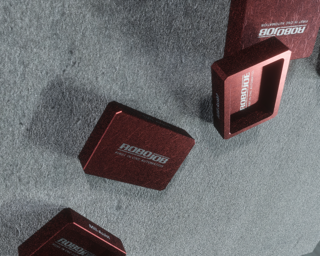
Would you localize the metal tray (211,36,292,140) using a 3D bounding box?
[{"bbox_3d":[0.116,-0.047,0.410,0.090,0.030,0.130,-24,144,-7],"label":"metal tray"}]

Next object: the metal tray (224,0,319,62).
[{"bbox_3d":[0.150,-0.133,0.403,0.131,0.030,0.089,-12,124,-22],"label":"metal tray"}]

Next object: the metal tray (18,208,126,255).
[{"bbox_3d":[-0.122,0.179,0.447,0.090,0.030,0.130,-40,130,-1],"label":"metal tray"}]

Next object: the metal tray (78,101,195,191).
[{"bbox_3d":[-0.027,0.029,0.406,0.131,0.030,0.090,22,107,-36],"label":"metal tray"}]
